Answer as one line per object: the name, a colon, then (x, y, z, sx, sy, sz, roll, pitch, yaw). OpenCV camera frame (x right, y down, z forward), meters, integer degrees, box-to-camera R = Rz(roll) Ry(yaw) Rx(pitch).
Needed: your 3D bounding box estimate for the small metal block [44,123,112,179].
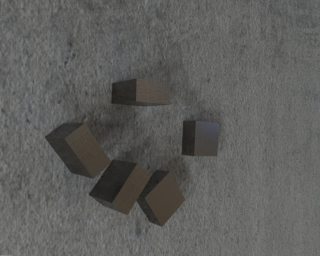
small metal block: (-0.085, 0.022, 0.319, 0.025, 0.050, 0.050, -44, 117, -31)

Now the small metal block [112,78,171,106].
small metal block: (-0.023, -0.041, 0.371, 0.050, 0.050, 0.025, 2, 89, -40)

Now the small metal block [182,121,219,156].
small metal block: (0.060, 0.016, 0.458, 0.050, 0.025, 0.050, 5, 87, -40)

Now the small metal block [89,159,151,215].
small metal block: (-0.046, 0.065, 0.352, 0.025, 0.050, 0.050, 48, 61, -30)

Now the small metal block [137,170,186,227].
small metal block: (0.000, 0.091, 0.407, 0.050, 0.025, 0.050, -42, 116, -32)
